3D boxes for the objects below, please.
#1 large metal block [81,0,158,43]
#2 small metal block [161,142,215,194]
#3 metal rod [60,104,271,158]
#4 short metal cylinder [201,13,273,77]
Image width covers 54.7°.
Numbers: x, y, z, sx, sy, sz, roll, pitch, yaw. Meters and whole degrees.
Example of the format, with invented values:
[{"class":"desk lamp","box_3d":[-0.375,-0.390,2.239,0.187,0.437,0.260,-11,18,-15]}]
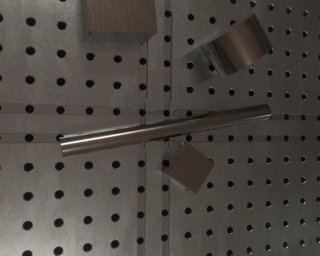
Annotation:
[{"class":"large metal block","box_3d":[-0.053,-0.151,0.380,0.081,0.050,0.079,-6,92,-20]},{"class":"small metal block","box_3d":[0.039,0.055,0.429,0.050,0.025,0.050,37,78,-17]},{"class":"metal rod","box_3d":[0.022,-0.001,0.421,0.303,0.025,0.025,-10,94,-20]},{"class":"short metal cylinder","box_3d":[0.104,-0.112,0.423,0.080,0.080,0.050,-37,102,-16]}]
